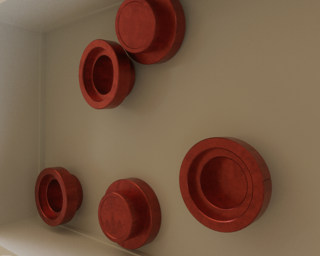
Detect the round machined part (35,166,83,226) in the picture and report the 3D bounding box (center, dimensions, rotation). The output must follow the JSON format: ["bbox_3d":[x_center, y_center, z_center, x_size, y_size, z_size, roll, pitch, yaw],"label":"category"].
[{"bbox_3d":[-0.171,0.115,0.533,0.098,0.042,0.097,0,90,39],"label":"round machined part"}]

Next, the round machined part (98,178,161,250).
[{"bbox_3d":[-0.049,0.121,0.434,0.098,0.042,0.097,0,90,39],"label":"round machined part"}]

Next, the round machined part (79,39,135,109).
[{"bbox_3d":[-0.073,-0.076,0.449,0.098,0.042,0.097,6,98,44],"label":"round machined part"}]

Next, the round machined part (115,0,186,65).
[{"bbox_3d":[-0.019,-0.131,0.398,0.098,0.042,0.097,12,109,37],"label":"round machined part"}]

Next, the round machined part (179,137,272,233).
[{"bbox_3d":[0.073,0.058,0.335,0.098,0.042,0.097,0,90,39],"label":"round machined part"}]
